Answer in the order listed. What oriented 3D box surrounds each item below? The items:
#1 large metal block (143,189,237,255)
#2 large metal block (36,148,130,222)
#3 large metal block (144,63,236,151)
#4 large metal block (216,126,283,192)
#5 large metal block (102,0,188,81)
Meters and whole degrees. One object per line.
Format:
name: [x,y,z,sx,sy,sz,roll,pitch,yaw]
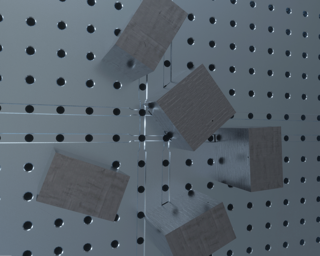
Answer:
large metal block: [0.035,0.126,0.398,0.081,0.080,0.050,-24,99,-19]
large metal block: [-0.089,0.061,0.351,0.080,0.080,0.050,22,83,-19]
large metal block: [0.040,-0.027,0.415,0.080,0.050,0.080,-41,103,-16]
large metal block: [0.121,0.039,0.430,0.050,0.080,0.079,-3,91,-20]
large metal block: [-0.021,-0.109,0.376,0.050,0.080,0.080,33,79,-18]
